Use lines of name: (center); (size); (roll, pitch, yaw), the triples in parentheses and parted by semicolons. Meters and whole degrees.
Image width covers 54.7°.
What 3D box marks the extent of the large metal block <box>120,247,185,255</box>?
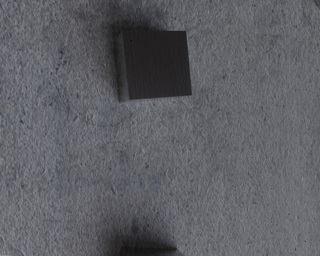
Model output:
large metal block: (-0.011, 0.201, 0.392); (0.081, 0.050, 0.080); (11, 87, -20)

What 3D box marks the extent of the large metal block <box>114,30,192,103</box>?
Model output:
large metal block: (-0.010, -0.076, 0.392); (0.081, 0.050, 0.079); (-6, 92, -20)

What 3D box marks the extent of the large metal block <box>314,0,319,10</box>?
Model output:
large metal block: (0.279, -0.255, 0.498); (0.080, 0.050, 0.080); (-45, 104, -14)
